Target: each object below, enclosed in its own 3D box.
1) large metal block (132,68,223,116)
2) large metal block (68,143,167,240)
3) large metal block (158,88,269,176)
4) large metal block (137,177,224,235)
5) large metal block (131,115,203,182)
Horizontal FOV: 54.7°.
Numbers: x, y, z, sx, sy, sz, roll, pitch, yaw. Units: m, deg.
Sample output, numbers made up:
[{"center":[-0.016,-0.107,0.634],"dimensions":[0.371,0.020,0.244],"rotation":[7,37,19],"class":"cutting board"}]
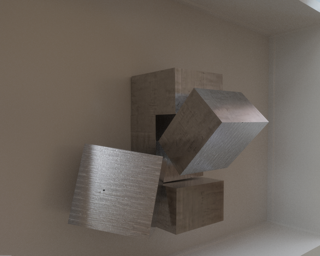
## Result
[{"center":[0.021,-0.041,0.387],"dimensions":[0.081,0.080,0.050],"rotation":[-2,91,-40],"class":"large metal block"},{"center":[-0.041,0.064,0.326],"dimensions":[0.050,0.080,0.080],"rotation":[56,44,-79],"class":"large metal block"},{"center":[0.058,0.004,0.347],"dimensions":[0.081,0.079,0.050],"rotation":[-1,46,-40],"class":"large metal block"},{"center":[0.022,0.090,0.389],"dimensions":[0.081,0.080,0.050],"rotation":[0,90,-40],"class":"large metal block"},{"center":[0.010,0.024,0.401],"dimensions":[0.081,0.050,0.079],"rotation":[-1,91,-40],"class":"large metal block"}]
